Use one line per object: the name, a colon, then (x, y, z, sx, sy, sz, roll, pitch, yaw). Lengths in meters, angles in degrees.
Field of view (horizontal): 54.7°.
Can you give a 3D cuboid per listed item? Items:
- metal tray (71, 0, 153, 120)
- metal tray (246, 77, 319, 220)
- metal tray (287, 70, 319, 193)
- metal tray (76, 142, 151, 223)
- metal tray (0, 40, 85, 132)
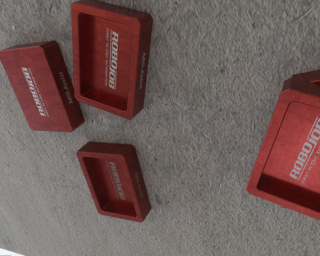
metal tray: (-0.062, -0.083, 0.384, 0.090, 0.030, 0.129, 20, 126, 16)
metal tray: (0.146, 0.025, 0.302, 0.090, 0.030, 0.129, 19, 126, 17)
metal tray: (0.186, 0.004, 0.308, 0.090, 0.030, 0.129, -9, 114, 32)
metal tray: (-0.072, 0.086, 0.494, 0.090, 0.030, 0.129, 2, 120, 27)
metal tray: (-0.174, -0.058, 0.459, 0.090, 0.030, 0.129, 2, 119, 27)
